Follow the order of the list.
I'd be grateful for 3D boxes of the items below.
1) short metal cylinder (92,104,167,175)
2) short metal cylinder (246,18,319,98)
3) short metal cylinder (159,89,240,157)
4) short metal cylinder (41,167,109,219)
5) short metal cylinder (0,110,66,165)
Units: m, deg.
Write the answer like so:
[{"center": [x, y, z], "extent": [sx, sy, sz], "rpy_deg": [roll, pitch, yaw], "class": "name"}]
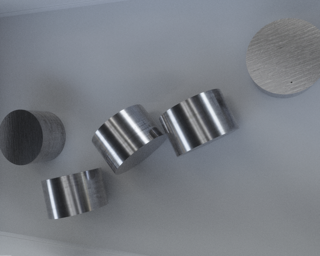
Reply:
[{"center": [-0.038, 0.015, 0.395], "extent": [0.080, 0.080, 0.050], "rpy_deg": [-42, 77, 15], "class": "short metal cylinder"}, {"center": [0.140, -0.075, 0.348], "extent": [0.080, 0.050, 0.080], "rpy_deg": [0, 90, 20], "class": "short metal cylinder"}, {"center": [0.046, -0.005, 0.365], "extent": [0.080, 0.080, 0.050], "rpy_deg": [-28, 81, 18], "class": "short metal cylinder"}, {"center": [-0.115, 0.087, 0.422], "extent": [0.080, 0.080, 0.050], "rpy_deg": [-14, 85, 19], "class": "short metal cylinder"}, {"center": [-0.191, 0.013, 0.465], "extent": [0.080, 0.050, 0.080], "rpy_deg": [0, 90, 20], "class": "short metal cylinder"}]
